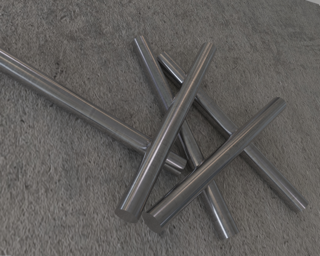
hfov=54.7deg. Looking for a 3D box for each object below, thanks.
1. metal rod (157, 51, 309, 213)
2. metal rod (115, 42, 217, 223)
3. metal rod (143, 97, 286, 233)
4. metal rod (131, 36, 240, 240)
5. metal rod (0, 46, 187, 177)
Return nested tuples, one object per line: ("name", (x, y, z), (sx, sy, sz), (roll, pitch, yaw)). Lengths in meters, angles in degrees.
("metal rod", (0.101, 0.002, 0.456), (0.300, 0.025, 0.025), (48, 51, 5))
("metal rod", (0.022, -0.019, 0.393), (0.025, 0.025, 0.301), (33, 51, -7))
("metal rod", (0.091, 0.028, 0.401), (0.302, 0.025, 0.025), (-34, 81, -38))
("metal rod", (0.026, 0.000, 0.417), (0.025, 0.025, 0.299), (-11, 67, -33))
("metal rod", (-0.100, -0.028, 0.366), (0.301, 0.025, 0.025), (32, 52, -8))
